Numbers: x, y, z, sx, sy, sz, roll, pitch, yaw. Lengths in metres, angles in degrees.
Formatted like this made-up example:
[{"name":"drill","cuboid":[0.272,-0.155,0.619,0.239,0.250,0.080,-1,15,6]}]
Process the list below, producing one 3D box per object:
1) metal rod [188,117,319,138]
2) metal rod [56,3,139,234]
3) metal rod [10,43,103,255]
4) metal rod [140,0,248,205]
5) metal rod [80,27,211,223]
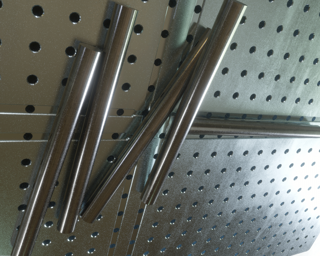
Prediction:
[{"name":"metal rod","cuboid":[0.160,0.002,0.502,0.303,0.025,0.025,2,117,-30]},{"name":"metal rod","cuboid":[-0.081,0.006,0.371,0.025,0.025,0.298,6,115,-32]},{"name":"metal rod","cuboid":[-0.130,0.045,0.368,0.025,0.025,0.298,11,113,-34]},{"name":"metal rod","cuboid":[0.031,-0.012,0.396,0.025,0.025,0.298,3,125,-30]},{"name":"metal rod","cuboid":[-0.017,0.004,0.405,0.025,0.025,0.299,27,104,-38]}]
